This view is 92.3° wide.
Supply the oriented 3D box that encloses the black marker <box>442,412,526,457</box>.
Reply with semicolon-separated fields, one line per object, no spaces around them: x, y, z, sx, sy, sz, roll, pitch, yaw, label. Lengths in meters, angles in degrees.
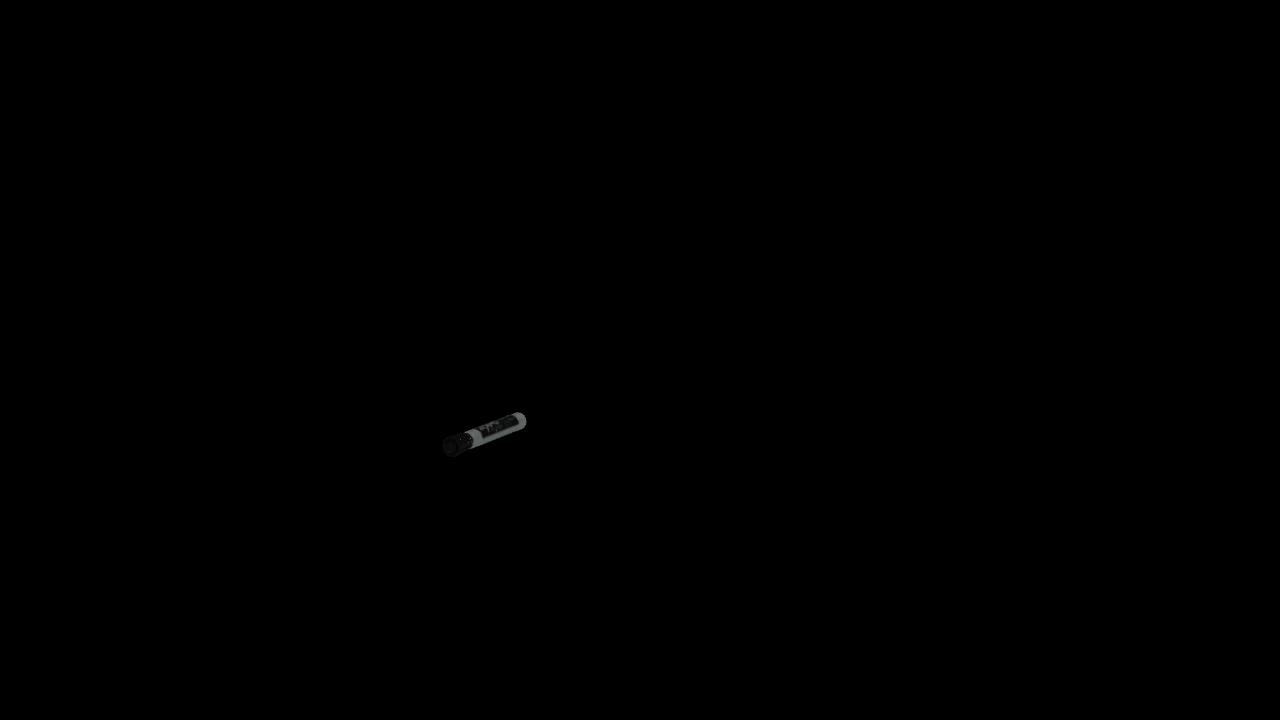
-0.149;0.071;0.597;0.020;0.020;0.121;0;6;20;black marker
